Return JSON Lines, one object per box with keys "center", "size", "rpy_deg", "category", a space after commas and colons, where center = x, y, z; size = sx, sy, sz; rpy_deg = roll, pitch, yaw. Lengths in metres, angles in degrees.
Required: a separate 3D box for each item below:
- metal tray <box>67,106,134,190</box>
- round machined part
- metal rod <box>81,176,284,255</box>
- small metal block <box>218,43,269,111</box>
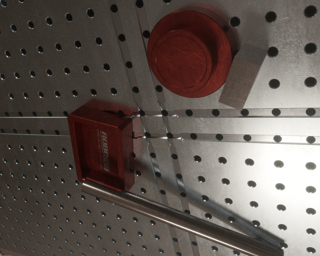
{"center": [-0.088, 0.037, 0.475], "size": [0.090, 0.030, 0.129], "rpy_deg": [14, 124, 20], "category": "metal tray"}
{"center": [0.030, -0.077, 0.336], "size": [0.098, 0.042, 0.097], "rpy_deg": [13, 124, 20], "category": "round machined part"}
{"center": [0.028, 0.134, 0.453], "size": [0.301, 0.025, 0.025], "rpy_deg": [19, 126, 7], "category": "metal rod"}
{"center": [0.085, -0.053, 0.317], "size": [0.025, 0.050, 0.050], "rpy_deg": [24, 127, 13], "category": "small metal block"}
